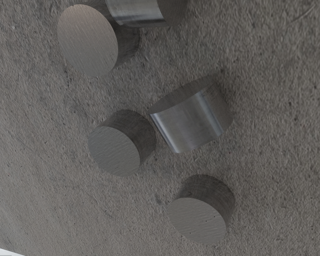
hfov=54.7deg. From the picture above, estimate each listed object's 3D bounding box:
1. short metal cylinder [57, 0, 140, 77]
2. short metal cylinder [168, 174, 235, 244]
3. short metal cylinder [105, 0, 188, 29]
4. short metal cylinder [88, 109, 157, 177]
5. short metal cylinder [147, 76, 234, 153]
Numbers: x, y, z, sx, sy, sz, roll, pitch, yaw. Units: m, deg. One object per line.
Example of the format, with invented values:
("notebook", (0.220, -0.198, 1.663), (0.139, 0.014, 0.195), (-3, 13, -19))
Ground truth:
("short metal cylinder", (-0.071, -0.107, 0.362), (0.080, 0.050, 0.079), (13, 124, 21))
("short metal cylinder", (0.058, 0.112, 0.429), (0.080, 0.050, 0.079), (13, 124, 21))
("short metal cylinder", (-0.011, -0.137, 0.292), (0.050, 0.080, 0.079), (6, 121, 25))
("short metal cylinder", (-0.052, 0.021, 0.431), (0.080, 0.050, 0.079), (13, 124, 21))
("short metal cylinder", (0.033, -0.016, 0.344), (0.080, 0.080, 0.050), (-20, 108, 35))
